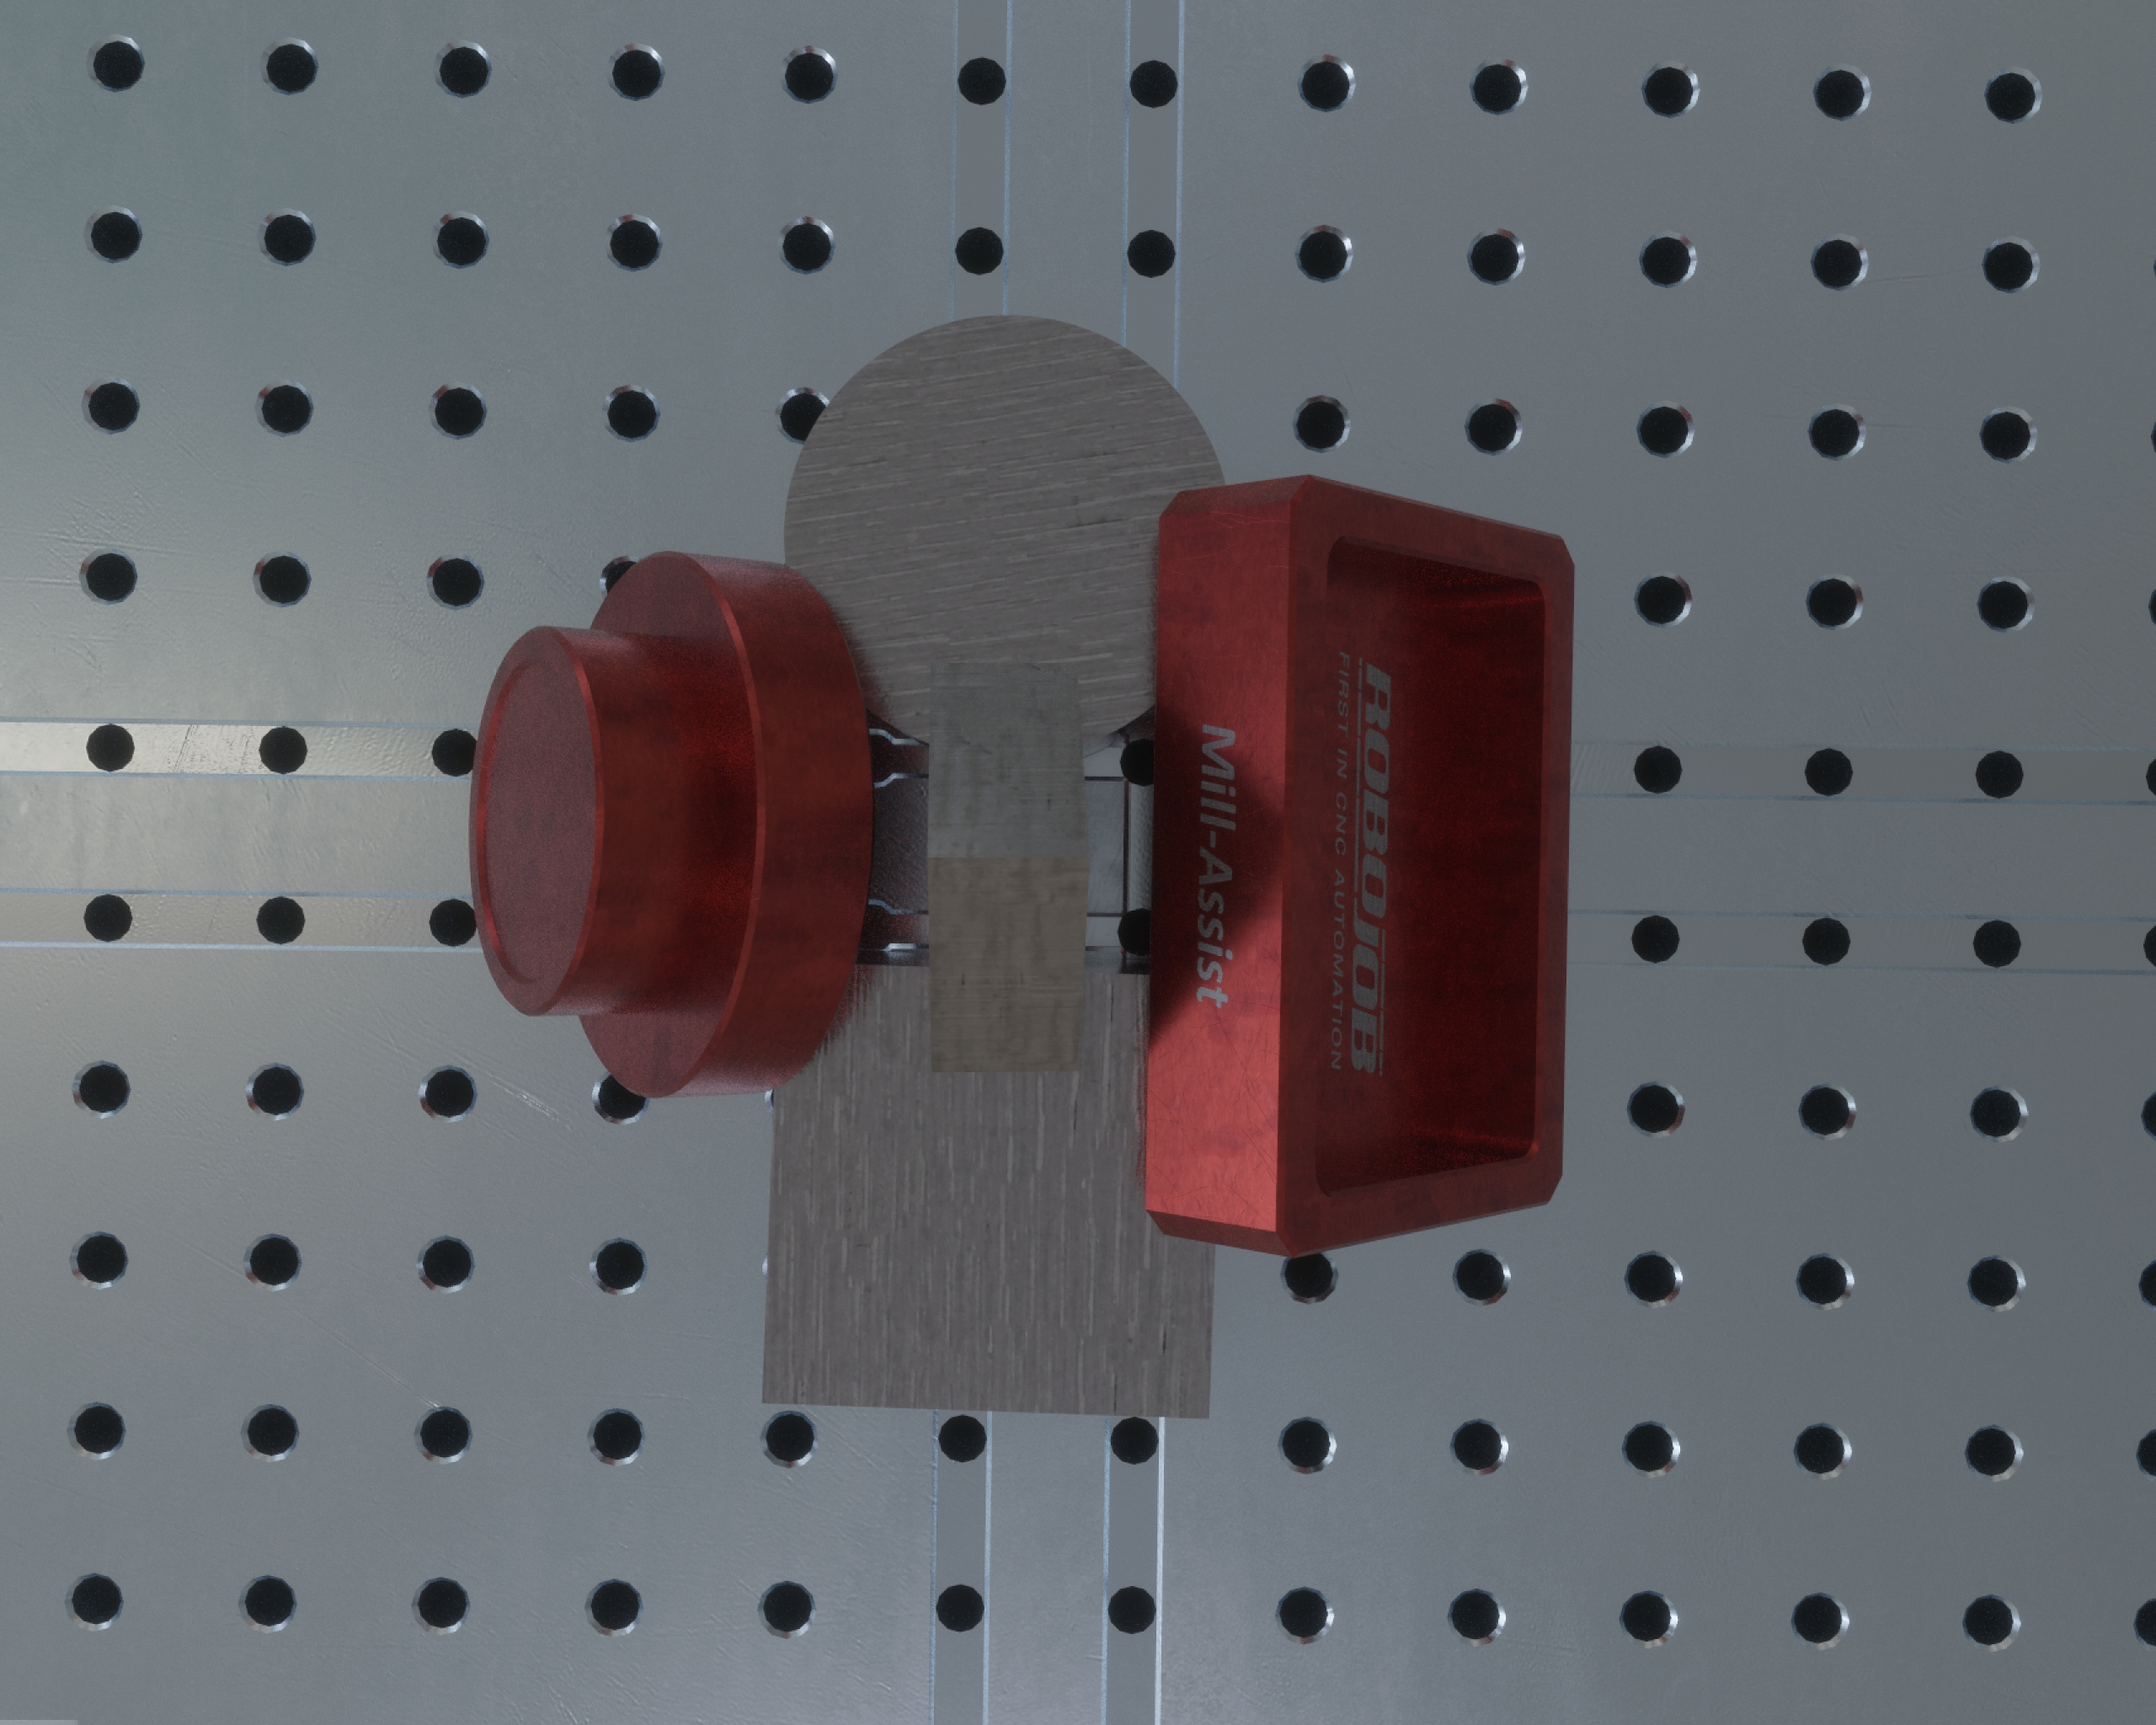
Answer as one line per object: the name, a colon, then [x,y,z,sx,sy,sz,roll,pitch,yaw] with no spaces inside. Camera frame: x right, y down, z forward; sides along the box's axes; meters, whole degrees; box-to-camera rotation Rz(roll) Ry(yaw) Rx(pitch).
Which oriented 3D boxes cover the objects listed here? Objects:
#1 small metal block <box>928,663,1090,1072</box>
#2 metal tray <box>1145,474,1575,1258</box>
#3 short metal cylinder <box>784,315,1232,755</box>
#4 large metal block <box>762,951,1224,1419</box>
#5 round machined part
small metal block: [-0.013,0.001,0.358,0.025,0.050,0.050,0,132,-3]
metal tray: [0.054,0.001,0.382,0.030,0.091,0.129,1,90,43]
short metal cylinder: [-0.012,-0.059,0.400,0.081,0.050,0.080,0,90,0]
large metal block: [-0.015,0.059,0.400,0.081,0.050,0.080,2,90,0]
round machined part: [-0.078,-0.007,0.372,0.042,0.098,0.097,1,90,-33]
